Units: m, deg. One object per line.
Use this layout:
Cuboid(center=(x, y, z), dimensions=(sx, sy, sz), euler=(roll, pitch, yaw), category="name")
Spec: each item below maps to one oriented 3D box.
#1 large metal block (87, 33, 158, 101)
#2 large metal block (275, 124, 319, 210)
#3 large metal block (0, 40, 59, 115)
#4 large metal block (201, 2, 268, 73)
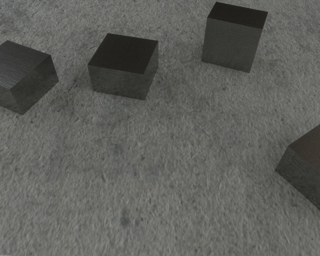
Cuboid(center=(-0.051, -0.093, 0.465), dimensions=(0.080, 0.050, 0.080), euler=(11, 51, 9), category="large metal block")
Cuboid(center=(0.197, 0.043, 0.353), dimensions=(0.081, 0.050, 0.080), euler=(-28, 56, -22), category="large metal block")
Cuboid(center=(-0.210, -0.074, 0.447), dimensions=(0.080, 0.050, 0.080), euler=(21, 53, 16), category="large metal block")
Cuboid(center=(0.115, -0.142, 0.489), dimensions=(0.080, 0.080, 0.050), euler=(17, 52, 13), category="large metal block")
